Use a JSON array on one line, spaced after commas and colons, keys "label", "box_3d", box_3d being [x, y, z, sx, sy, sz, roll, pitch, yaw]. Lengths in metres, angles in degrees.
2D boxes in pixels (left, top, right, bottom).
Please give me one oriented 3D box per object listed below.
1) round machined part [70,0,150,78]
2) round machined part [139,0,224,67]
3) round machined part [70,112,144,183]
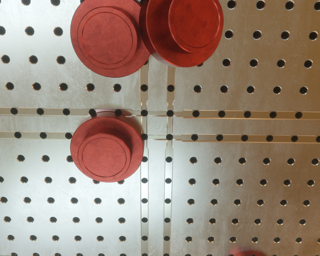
[{"label": "round machined part", "box_3d": [-0.056, -0.106, 0.360, 0.098, 0.042, 0.097, 2, 113, 4]}, {"label": "round machined part", "box_3d": [0.030, -0.116, 0.341, 0.099, 0.042, 0.097, -6, 103, -26]}, {"label": "round machined part", "box_3d": [-0.071, 0.031, 0.415, 0.099, 0.042, 0.097, 0, 110, 0]}]
